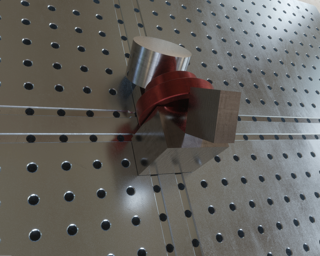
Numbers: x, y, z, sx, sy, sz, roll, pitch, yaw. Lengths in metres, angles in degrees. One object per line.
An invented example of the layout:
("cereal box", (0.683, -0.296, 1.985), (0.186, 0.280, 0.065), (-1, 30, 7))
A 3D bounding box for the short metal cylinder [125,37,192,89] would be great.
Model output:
("short metal cylinder", (-0.003, -0.088, 0.424), (0.081, 0.050, 0.080), (14, 27, -7))

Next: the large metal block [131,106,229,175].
("large metal block", (0.021, 0.017, 0.374), (0.081, 0.080, 0.050), (1, 62, -28))

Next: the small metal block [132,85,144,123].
("small metal block", (-0.006, -0.034, 0.426), (0.050, 0.025, 0.050), (1, 61, -28))

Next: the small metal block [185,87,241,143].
("small metal block", (0.052, -0.014, 0.314), (0.025, 0.050, 0.050), (2, 99, -29))

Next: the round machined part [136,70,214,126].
("round machined part", (0.019, -0.034, 0.380), (0.099, 0.097, 0.042), (1, 62, -28))
